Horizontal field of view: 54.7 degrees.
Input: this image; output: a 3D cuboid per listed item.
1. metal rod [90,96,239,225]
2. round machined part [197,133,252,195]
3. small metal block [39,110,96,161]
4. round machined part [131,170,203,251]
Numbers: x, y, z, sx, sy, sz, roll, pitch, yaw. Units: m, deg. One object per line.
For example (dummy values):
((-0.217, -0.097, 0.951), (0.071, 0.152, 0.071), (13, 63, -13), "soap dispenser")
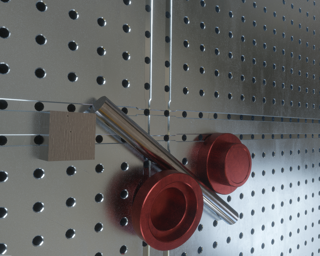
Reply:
((0.024, 0.060, 0.429), (0.300, 0.025, 0.025), (43, 64, -32), "metal rod")
((0.108, 0.057, 0.489), (0.099, 0.042, 0.097), (0, 90, -40), "round machined part")
((-0.097, 0.008, 0.328), (0.050, 0.025, 0.050), (3, 88, -40), "small metal block")
((0.006, 0.101, 0.398), (0.099, 0.042, 0.097), (-5, 98, -35), "round machined part")
